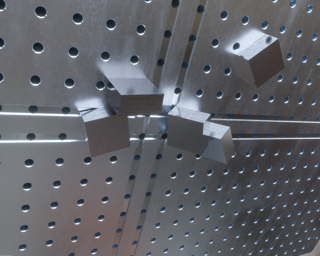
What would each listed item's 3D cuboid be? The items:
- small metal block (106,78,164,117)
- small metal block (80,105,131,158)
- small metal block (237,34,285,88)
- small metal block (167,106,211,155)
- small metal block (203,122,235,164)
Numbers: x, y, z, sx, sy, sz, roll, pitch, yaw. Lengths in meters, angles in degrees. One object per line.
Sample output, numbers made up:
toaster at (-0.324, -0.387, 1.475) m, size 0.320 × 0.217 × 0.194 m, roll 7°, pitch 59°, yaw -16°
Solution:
small metal block at (-0.030, -0.037, 0.355) m, size 0.050 × 0.050 × 0.025 m, roll -4°, pitch 120°, yaw -26°
small metal block at (-0.066, 0.002, 0.376) m, size 0.050 × 0.025 × 0.050 m, roll -15°, pitch 125°, yaw -20°
small metal block at (0.140, -0.092, 0.430) m, size 0.050 × 0.025 × 0.050 m, roll -36°, pitch 129°, yaw -4°
small metal block at (0.038, 0.003, 0.414) m, size 0.025 × 0.050 × 0.050 m, roll -45°, pitch 142°, yaw -48°
small metal block at (0.076, 0.019, 0.444) m, size 0.025 × 0.050 × 0.050 m, roll -47°, pitch 135°, yaw -29°
